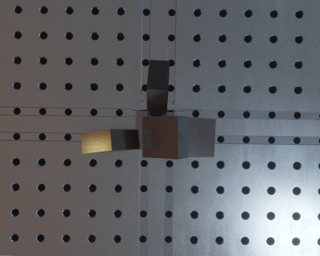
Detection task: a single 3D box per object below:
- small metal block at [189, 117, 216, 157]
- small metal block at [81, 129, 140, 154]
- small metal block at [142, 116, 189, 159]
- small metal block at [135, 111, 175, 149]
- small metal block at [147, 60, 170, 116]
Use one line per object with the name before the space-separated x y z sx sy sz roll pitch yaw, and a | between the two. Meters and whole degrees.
small metal block | 0.044 0.012 0.403 0.050 0.025 0.050 3 90 -31
small metal block | -0.062 0.017 0.390 0.050 0.050 0.025 -9 84 35
small metal block | 0.006 0.011 0.377 0.050 0.025 0.050 0 90 33
small metal block | -0.007 0.003 0.414 0.050 0.025 0.050 2 90 0
small metal block | -0.002 -0.049 0.391 0.025 0.050 0.050 3 54 1
